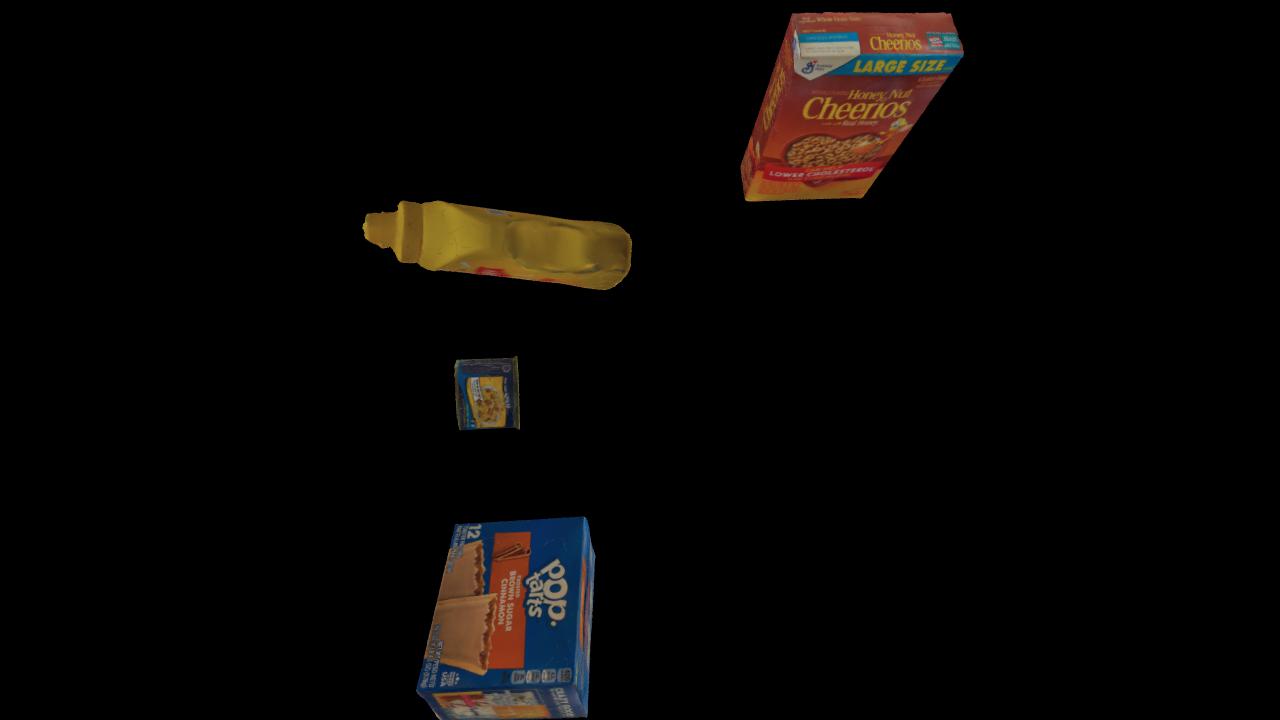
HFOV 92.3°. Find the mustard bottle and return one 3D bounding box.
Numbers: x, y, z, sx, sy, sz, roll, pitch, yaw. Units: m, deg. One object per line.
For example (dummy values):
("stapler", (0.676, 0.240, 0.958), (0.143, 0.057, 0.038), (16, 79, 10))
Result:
("mustard bottle", (-0.106, -0.087, 0.457), (0.184, 0.054, 0.092), (3, 11, -27))

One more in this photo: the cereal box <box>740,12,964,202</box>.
("cereal box", (0.274, -0.340, 0.869), (0.203, 0.081, 0.306), (-3, -18, -5))

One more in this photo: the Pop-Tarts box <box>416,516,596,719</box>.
("Pop-Tarts box", (-0.121, 0.251, 0.607), (0.141, 0.083, 0.167), (-4, 43, 3))

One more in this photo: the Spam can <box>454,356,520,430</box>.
("Spam can", (-0.212, 0.048, 0.859), (0.085, 0.101, 0.058), (-2, 21, -13))
